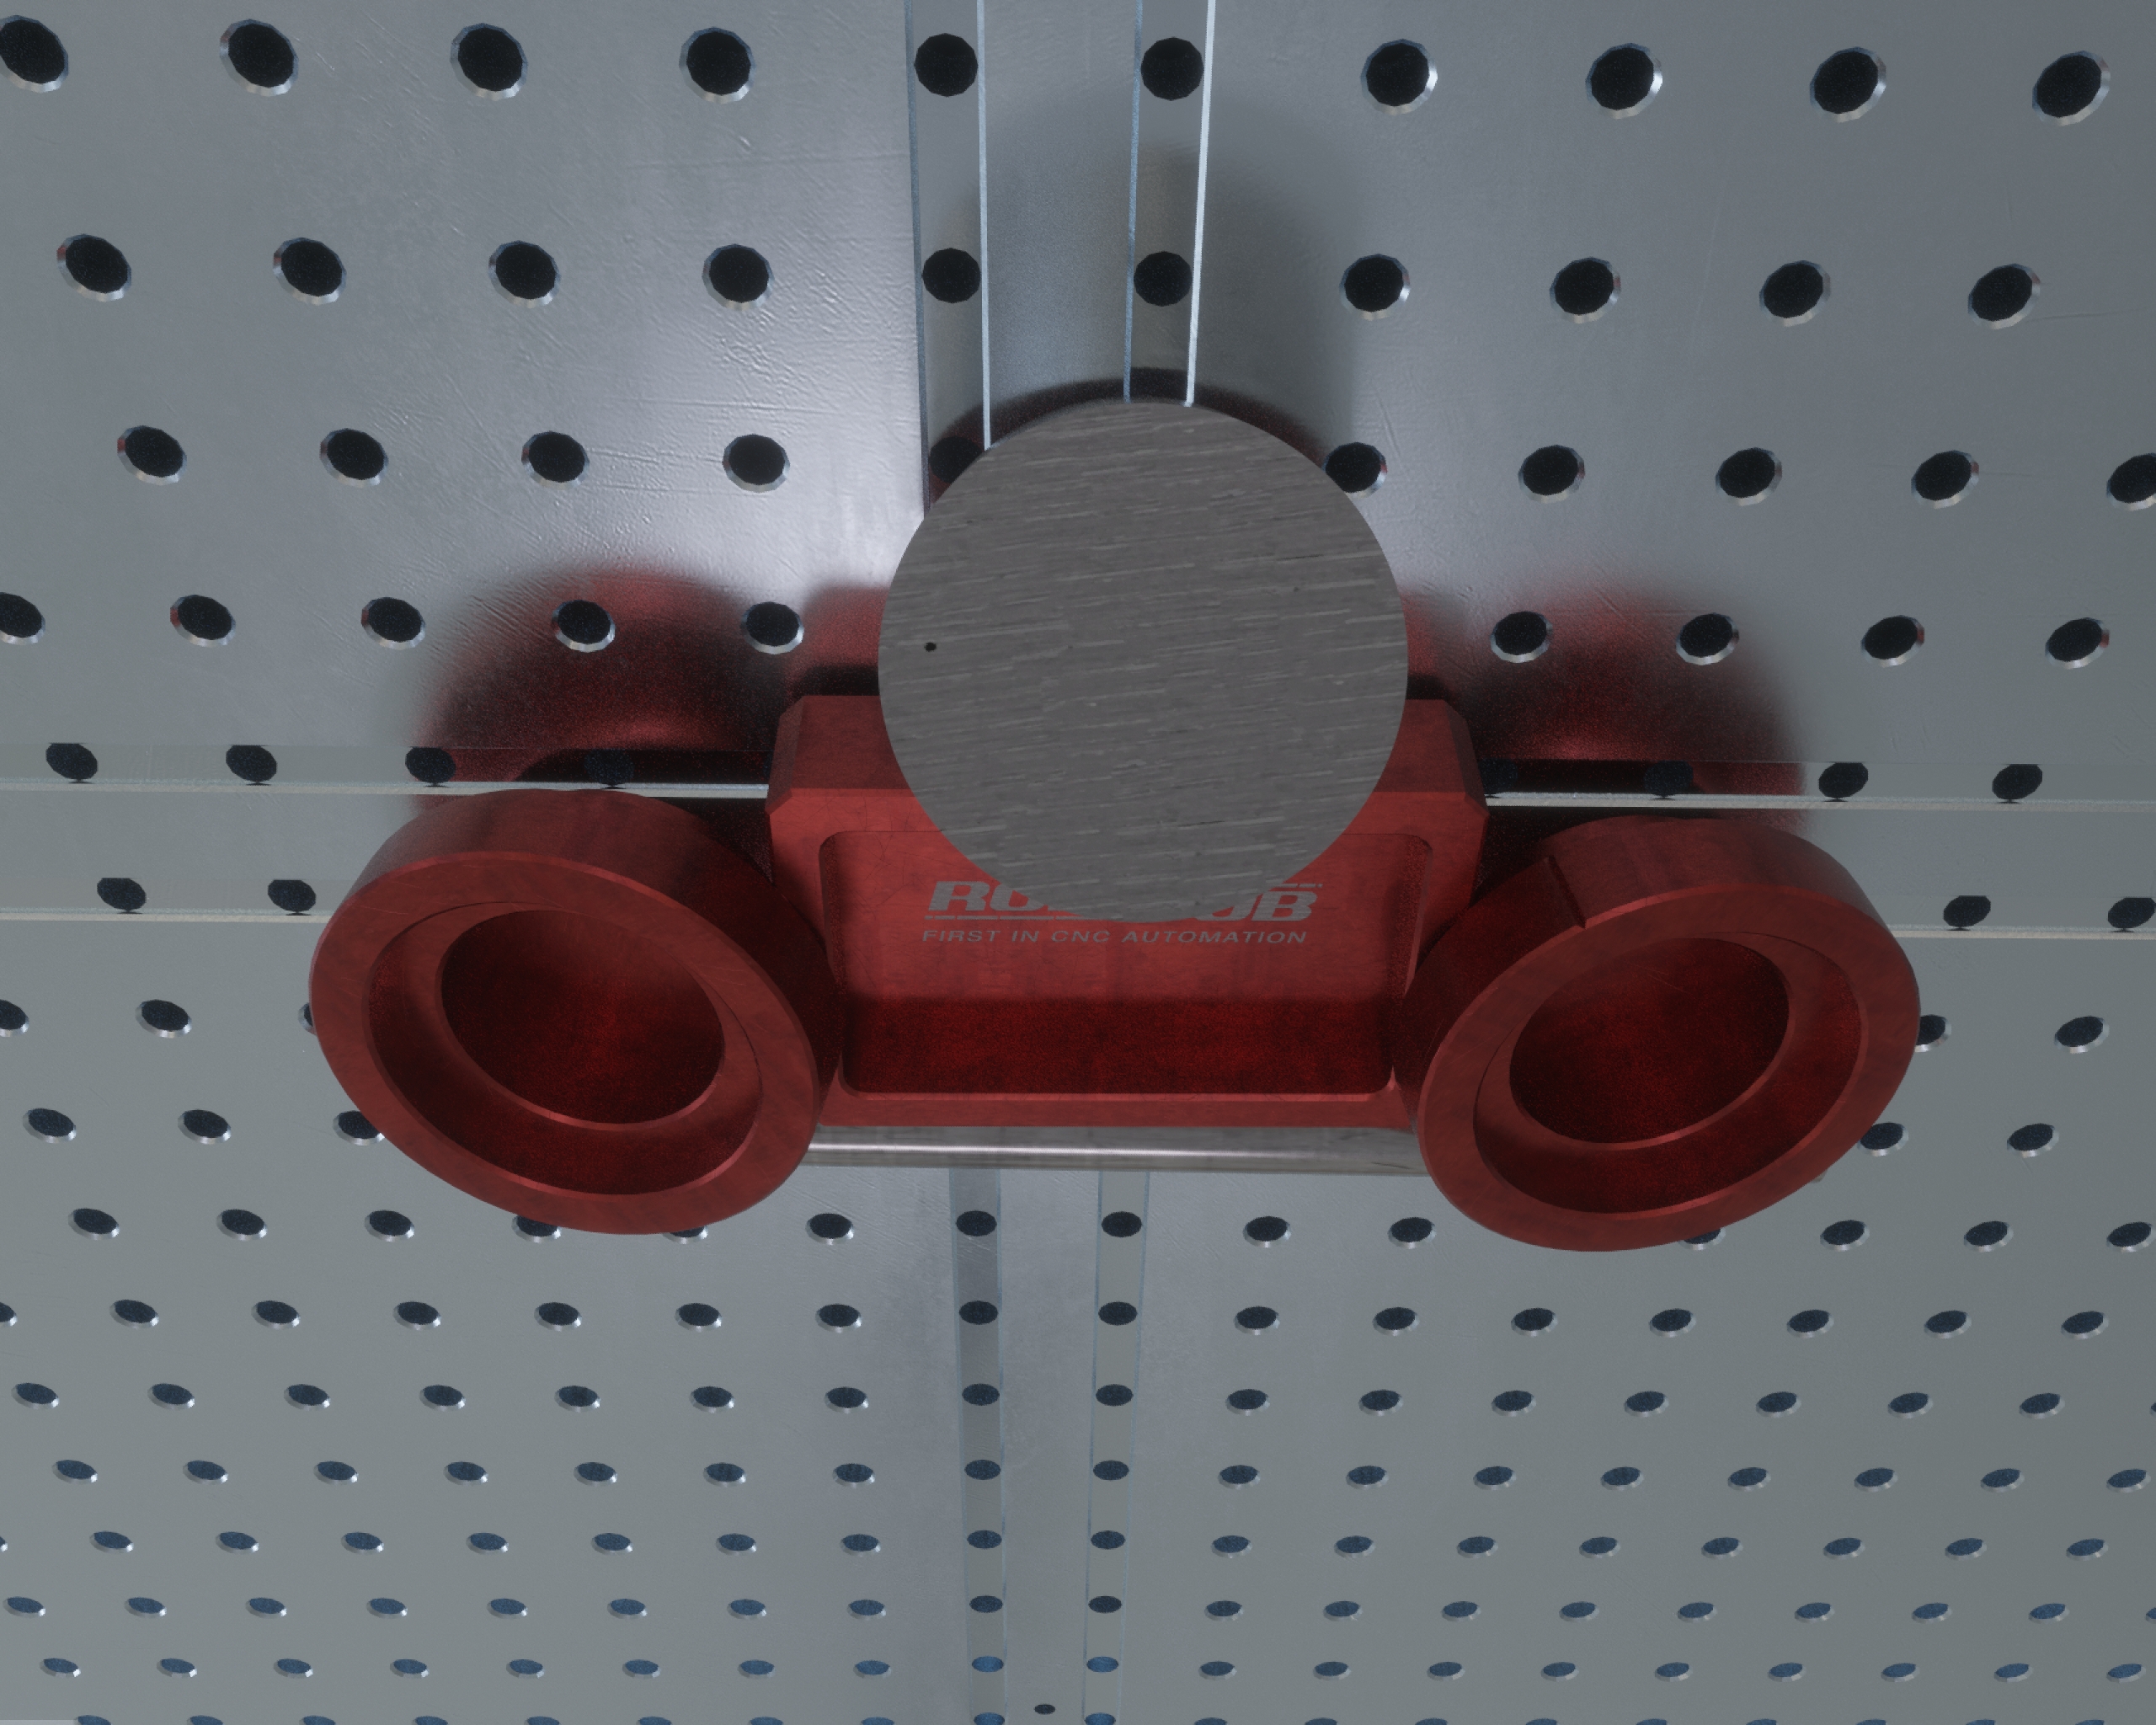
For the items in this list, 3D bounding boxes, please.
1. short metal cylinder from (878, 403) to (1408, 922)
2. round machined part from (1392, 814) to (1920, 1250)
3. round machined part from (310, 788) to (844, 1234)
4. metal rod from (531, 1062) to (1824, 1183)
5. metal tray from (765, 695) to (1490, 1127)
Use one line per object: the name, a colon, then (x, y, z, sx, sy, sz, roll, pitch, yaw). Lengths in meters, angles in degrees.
short metal cylinder: (0.010, -0.035, 0.341, 0.081, 0.050, 0.079, 0, 104, 0)
round machined part: (0.110, 0.029, 0.415, 0.099, 0.042, 0.097, -5, 129, -6)
round machined part: (-0.094, 0.025, 0.409, 0.099, 0.042, 0.097, 5, 128, 6)
metal rod: (0.010, 0.055, 0.453, 0.302, 0.025, 0.025, 1, 130, -2)
metal tray: (0.008, 0.012, 0.413, 0.131, 0.030, 0.089, 0, 131, -1)
